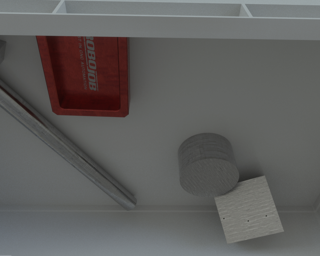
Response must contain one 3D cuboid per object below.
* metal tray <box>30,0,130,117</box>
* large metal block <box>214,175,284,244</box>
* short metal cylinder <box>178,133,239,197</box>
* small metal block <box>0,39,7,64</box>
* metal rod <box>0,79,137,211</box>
[{"bbox_3d":[-0.080,-0.072,0.342,0.091,0.030,0.129,2,130,-2],"label":"metal tray"},{"bbox_3d":[0.133,0.123,0.471,0.080,0.080,0.050,-19,161,15],"label":"large metal block"},{"bbox_3d":[0.067,0.053,0.439,0.081,0.050,0.079,0,130,0],"label":"short metal cylinder"},{"bbox_3d":[-0.197,-0.078,0.323,0.050,0.050,0.025,19,127,-16],"label":"small metal block"},{"bbox_3d":[-0.129,0.031,0.433,0.025,0.025,0.300,-26,126,20],"label":"metal rod"}]
